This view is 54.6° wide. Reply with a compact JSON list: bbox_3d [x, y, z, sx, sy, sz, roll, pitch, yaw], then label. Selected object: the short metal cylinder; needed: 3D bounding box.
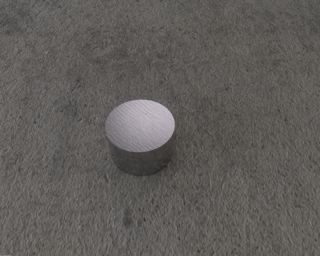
[{"bbox_3d":[-0.023,0.011,0.378,0.080,0.050,0.080,0,50,0],"label":"short metal cylinder"}]
